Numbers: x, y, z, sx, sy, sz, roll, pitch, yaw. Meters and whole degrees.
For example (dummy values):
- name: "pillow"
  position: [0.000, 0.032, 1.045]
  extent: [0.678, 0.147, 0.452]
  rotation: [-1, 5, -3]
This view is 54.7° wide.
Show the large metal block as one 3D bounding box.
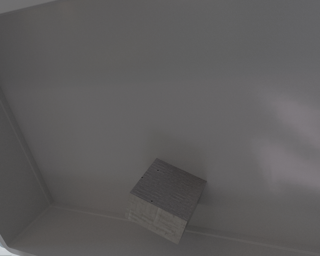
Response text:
- name: "large metal block"
  position: [0.009, 0.098, 0.429]
  extent: [0.080, 0.080, 0.050]
  rotation: [24, 127, 14]
